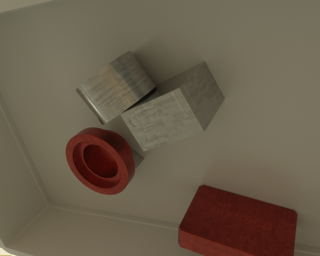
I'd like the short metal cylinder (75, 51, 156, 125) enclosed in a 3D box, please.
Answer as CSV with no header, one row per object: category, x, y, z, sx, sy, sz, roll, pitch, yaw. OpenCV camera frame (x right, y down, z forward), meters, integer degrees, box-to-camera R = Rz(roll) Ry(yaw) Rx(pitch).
short metal cylinder,-0.052,-0.048,0.370,0.080,0.080,0.050,-29,103,37

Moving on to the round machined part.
round machined part,-0.077,0.042,0.430,0.098,0.042,0.097,13,123,20

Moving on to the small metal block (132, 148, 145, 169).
small metal block,-0.060,0.050,0.470,0.050,0.025,0.050,40,129,0

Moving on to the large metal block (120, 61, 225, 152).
large metal block,0.016,-0.025,0.348,0.080,0.080,0.050,-21,108,35

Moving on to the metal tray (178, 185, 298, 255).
metal tray,0.099,0.127,0.392,0.130,0.090,0.030,13,124,21
